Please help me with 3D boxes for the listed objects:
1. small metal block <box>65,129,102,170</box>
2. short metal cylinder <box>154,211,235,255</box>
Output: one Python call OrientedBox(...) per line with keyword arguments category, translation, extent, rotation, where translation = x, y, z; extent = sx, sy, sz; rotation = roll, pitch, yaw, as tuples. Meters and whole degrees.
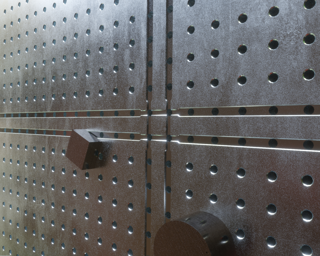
OrientedBox(category="small metal block", translation=(-0.128, 0.035, 0.515), extent=(0.050, 0.025, 0.050), rotation=(30, 108, 36))
OrientedBox(category="short metal cylinder", translation=(0.039, 0.143, 0.361), extent=(0.080, 0.050, 0.079), rotation=(0, 90, 40))
